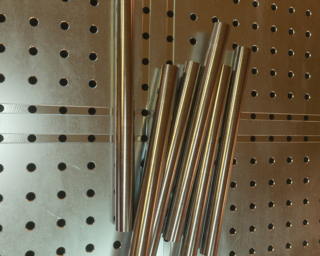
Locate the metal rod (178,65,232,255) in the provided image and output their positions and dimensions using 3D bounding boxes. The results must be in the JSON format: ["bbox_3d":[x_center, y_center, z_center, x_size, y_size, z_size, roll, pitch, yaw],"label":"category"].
[{"bbox_3d":[0.061,0.059,0.434,0.025,0.025,0.299,13,86,-20],"label":"metal rod"}]

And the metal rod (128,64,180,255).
[{"bbox_3d":[-0.011,0.065,0.395,0.025,0.025,0.299,13,81,-20],"label":"metal rod"}]

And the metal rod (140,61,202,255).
[{"bbox_3d":[0.010,0.056,0.415,0.025,0.025,0.299,16,85,-19],"label":"metal rod"}]

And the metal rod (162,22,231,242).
[{"bbox_3d":[0.050,0.004,0.423,0.025,0.025,0.299,14,88,-20],"label":"metal rod"}]

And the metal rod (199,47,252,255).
[{"bbox_3d":[0.095,0.031,0.447,0.025,0.025,0.299,12,86,-20],"label":"metal rod"}]

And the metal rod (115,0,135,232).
[{"bbox_3d":[-0.045,-0.021,0.395,0.025,0.025,0.298,0,90,-20],"label":"metal rod"}]
